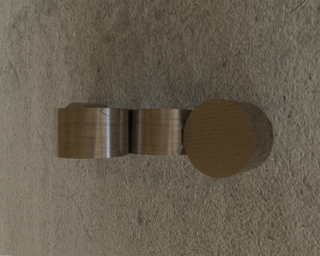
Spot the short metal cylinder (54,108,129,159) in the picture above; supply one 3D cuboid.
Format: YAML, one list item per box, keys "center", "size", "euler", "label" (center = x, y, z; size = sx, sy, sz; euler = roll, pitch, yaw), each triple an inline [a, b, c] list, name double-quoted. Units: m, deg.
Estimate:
- center: [-0.074, 0.004, 0.342]
  size: [0.080, 0.081, 0.050]
  euler: [1, 92, 40]
  label: "short metal cylinder"

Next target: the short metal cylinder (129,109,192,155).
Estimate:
- center: [0.001, 0.004, 0.370]
  size: [0.080, 0.081, 0.050]
  euler: [1, 90, 40]
  label: "short metal cylinder"

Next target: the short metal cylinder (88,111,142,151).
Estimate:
- center: [-0.060, 0.003, 0.421]
  size: [0.080, 0.081, 0.050]
  euler: [1, 91, 40]
  label: "short metal cylinder"

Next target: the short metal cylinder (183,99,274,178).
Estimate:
- center: [0.072, 0.010, 0.330]
  size: [0.080, 0.050, 0.080]
  euler: [1, 91, 39]
  label: "short metal cylinder"

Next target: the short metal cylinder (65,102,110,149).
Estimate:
- center: [-0.112, 0.001, 0.483]
  size: [0.080, 0.050, 0.080]
  euler: [0, 90, 39]
  label: "short metal cylinder"
